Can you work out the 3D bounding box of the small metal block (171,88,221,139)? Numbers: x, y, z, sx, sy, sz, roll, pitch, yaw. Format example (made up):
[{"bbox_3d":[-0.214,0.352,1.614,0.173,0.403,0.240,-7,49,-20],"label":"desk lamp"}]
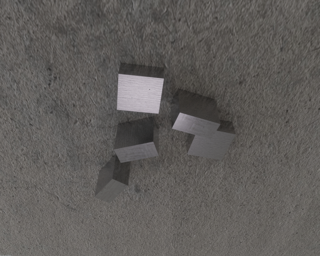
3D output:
[{"bbox_3d":[0.042,-0.018,0.376,0.050,0.050,0.025,15,128,-13],"label":"small metal block"}]

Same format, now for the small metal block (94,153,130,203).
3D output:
[{"bbox_3d":[-0.069,0.073,0.452,0.025,0.050,0.050,30,124,-23],"label":"small metal block"}]

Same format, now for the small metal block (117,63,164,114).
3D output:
[{"bbox_3d":[-0.024,-0.046,0.367,0.050,0.025,0.050,5,130,-5],"label":"small metal block"}]

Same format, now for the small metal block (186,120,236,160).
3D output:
[{"bbox_3d":[0.067,0.014,0.420,0.050,0.025,0.050,11,129,-9],"label":"small metal block"}]

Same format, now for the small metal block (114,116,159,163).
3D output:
[{"bbox_3d":[-0.029,0.014,0.403,0.050,0.050,0.025,-12,129,9],"label":"small metal block"}]
